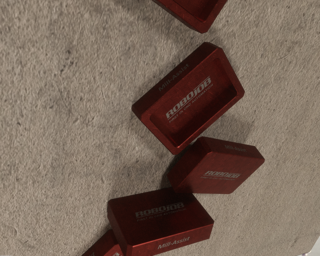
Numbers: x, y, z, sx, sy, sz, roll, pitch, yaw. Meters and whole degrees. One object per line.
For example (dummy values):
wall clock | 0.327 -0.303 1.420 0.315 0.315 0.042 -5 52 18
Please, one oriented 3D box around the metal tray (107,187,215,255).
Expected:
metal tray | 0.000 0.131 0.447 0.131 0.090 0.030 -6 121 -26

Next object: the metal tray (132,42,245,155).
metal tray | 0.040 -0.036 0.404 0.130 0.030 0.090 -42 130 0

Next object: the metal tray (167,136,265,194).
metal tray | 0.087 0.061 0.471 0.131 0.030 0.089 11 128 -38

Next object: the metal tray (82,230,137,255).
metal tray | -0.092 0.230 0.497 0.130 0.030 0.090 -44 130 2

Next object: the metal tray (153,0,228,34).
metal tray | 0.020 -0.167 0.312 0.131 0.030 0.090 23 106 -37
